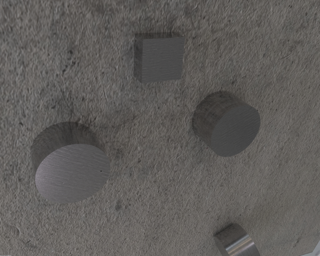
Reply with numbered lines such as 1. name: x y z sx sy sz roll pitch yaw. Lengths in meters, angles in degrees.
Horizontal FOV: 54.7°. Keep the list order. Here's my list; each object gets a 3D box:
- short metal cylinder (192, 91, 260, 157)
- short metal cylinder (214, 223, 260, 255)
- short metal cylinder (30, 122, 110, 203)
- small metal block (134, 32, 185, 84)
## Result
1. short metal cylinder: 0.093 -0.006 0.437 0.081 0.050 0.079 -14 124 -21
2. short metal cylinder: 0.147 0.231 0.595 0.050 0.080 0.080 -29 128 -10
3. short metal cylinder: -0.104 0.039 0.358 0.081 0.050 0.079 -14 124 -21
4. small metal block: -0.002 -0.081 0.356 0.050 0.025 0.050 -10 123 -23
